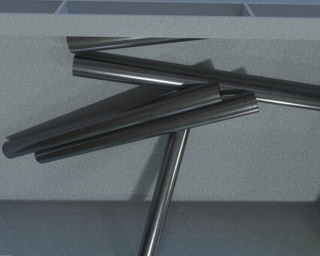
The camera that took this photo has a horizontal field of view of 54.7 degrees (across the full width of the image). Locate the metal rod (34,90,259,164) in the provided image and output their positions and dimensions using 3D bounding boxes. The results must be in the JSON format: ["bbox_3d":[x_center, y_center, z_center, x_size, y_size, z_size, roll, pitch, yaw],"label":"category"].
[{"bbox_3d":[-0.031,0.004,0.391,0.301,0.025,0.025,-14,129,19],"label":"metal rod"}]

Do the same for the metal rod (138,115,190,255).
[{"bbox_3d":[-0.004,0.122,0.421,0.025,0.025,0.298,12,100,-10],"label":"metal rod"}]

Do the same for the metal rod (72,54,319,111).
[{"bbox_3d":[0.053,-0.052,0.365,0.302,0.025,0.025,7,130,-7],"label":"metal rod"}]

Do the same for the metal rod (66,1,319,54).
[{"bbox_3d":[0.055,-0.105,0.319,0.302,0.025,0.025,-5,130,4],"label":"metal rod"}]

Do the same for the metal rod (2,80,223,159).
[{"bbox_3d":[-0.073,-0.005,0.385,0.301,0.025,0.025,-14,129,19],"label":"metal rod"}]
